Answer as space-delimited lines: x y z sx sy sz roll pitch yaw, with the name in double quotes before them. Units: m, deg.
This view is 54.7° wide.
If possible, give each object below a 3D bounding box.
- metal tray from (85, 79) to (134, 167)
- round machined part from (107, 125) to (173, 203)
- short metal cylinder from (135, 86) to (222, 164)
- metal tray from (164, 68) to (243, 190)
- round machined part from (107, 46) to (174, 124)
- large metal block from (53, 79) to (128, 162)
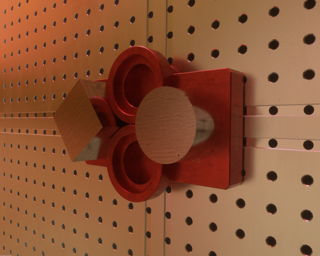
"metal tray" -0.072 -0.008 0.465 0.090 0.030 0.129 1 91 38
"round machined part" -0.021 0.044 0.404 0.098 0.042 0.097 0 90 40
"short metal cylinder" 0.020 -0.003 0.337 0.080 0.050 0.079 0 90 40
"metal tray" 0.049 0.000 0.363 0.090 0.030 0.129 1 91 40
"round machined part" -0.020 -0.054 0.403 0.098 0.042 0.097 0 90 40
"large metal block" -0.097 -0.010 0.434 0.080 0.050 0.080 -44 64 31
